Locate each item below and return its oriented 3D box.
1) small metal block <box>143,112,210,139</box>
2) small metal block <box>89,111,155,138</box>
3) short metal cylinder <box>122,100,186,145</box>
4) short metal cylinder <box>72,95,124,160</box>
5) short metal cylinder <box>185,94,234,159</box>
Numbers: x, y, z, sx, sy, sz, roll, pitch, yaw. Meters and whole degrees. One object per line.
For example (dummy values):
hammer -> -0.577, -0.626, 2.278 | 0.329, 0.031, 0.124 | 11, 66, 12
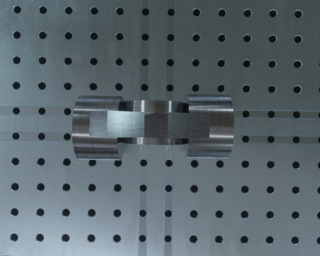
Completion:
small metal block -> 0.016, -0.002, 0.324 | 0.050, 0.050, 0.025 | 1, 90, -31
small metal block -> -0.040, -0.004, 0.319 | 0.050, 0.050, 0.025 | 1, 90, -32
short metal cylinder -> -0.007, -0.006, 0.385 | 0.081, 0.080, 0.050 | 1, 90, 0
short metal cylinder -> -0.073, 0.000, 0.385 | 0.050, 0.080, 0.079 | 1, 90, 0
short metal cylinder -> 0.058, -0.002, 0.385 | 0.050, 0.080, 0.079 | 1, 90, 1
